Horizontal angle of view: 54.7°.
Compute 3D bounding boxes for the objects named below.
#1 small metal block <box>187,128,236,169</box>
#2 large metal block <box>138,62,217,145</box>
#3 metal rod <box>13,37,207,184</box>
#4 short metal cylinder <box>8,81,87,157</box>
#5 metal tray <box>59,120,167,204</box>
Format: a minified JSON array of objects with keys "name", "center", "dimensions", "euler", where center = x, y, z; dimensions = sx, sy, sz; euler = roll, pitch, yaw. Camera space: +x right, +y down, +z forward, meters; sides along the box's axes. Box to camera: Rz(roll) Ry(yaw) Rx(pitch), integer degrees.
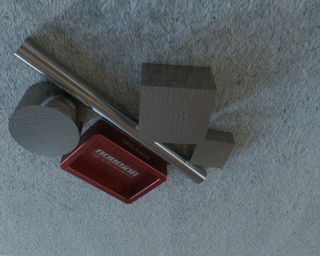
[{"name":"small metal block","center":[0.071,0.028,0.434],"dimensions":[0.050,0.025,0.050],"euler":[10,130,-9]},{"name":"large metal block","center":[0.017,-0.028,0.369],"dimensions":[0.081,0.050,0.079],"euler":[3,130,-3]},{"name":"metal rod","center":[-0.044,-0.007,0.401],"dimensions":[0.025,0.025,0.301],"euler":[-37,122,27]},{"name":"short metal cylinder","center":[-0.135,-0.011,0.381],"dimensions":[0.081,0.050,0.079],"euler":[0,130,0]},{"name":"metal tray","center":[-0.064,0.054,0.451],"dimensions":[0.130,0.030,0.090],"euler":[36,121,-27]}]
